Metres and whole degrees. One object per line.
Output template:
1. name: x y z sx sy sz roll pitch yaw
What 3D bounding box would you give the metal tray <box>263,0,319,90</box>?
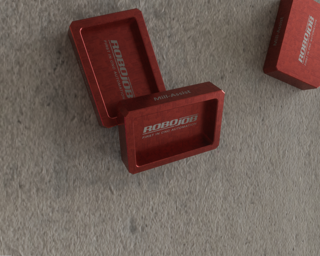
1. metal tray: 0.222 -0.135 0.490 0.091 0.030 0.129 18 84 -20

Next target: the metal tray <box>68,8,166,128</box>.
1. metal tray: -0.050 -0.074 0.388 0.091 0.030 0.129 -20 97 -19

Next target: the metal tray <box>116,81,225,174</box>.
1. metal tray: 0.015 -0.001 0.390 0.131 0.030 0.089 -15 126 -21
